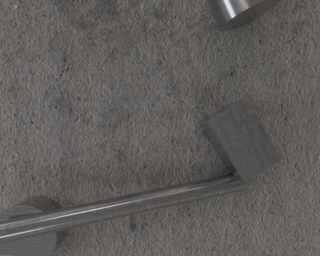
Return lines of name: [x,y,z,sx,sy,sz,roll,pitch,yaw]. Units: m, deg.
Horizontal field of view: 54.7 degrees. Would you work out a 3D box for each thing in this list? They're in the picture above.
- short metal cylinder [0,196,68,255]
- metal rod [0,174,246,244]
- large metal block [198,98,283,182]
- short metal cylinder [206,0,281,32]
short metal cylinder: [-0.165,0.132,0.396,0.081,0.050,0.080,0,90,0]
metal rod: [-0.038,0.094,0.379,0.302,0.025,0.025,-9,90,-12]
large metal block: [0.094,0.013,0.383,0.050,0.080,0.080,-31,90,0]
short metal cylinder: [0.101,-0.163,0.383,0.080,0.080,0.050,-25,90,0]
